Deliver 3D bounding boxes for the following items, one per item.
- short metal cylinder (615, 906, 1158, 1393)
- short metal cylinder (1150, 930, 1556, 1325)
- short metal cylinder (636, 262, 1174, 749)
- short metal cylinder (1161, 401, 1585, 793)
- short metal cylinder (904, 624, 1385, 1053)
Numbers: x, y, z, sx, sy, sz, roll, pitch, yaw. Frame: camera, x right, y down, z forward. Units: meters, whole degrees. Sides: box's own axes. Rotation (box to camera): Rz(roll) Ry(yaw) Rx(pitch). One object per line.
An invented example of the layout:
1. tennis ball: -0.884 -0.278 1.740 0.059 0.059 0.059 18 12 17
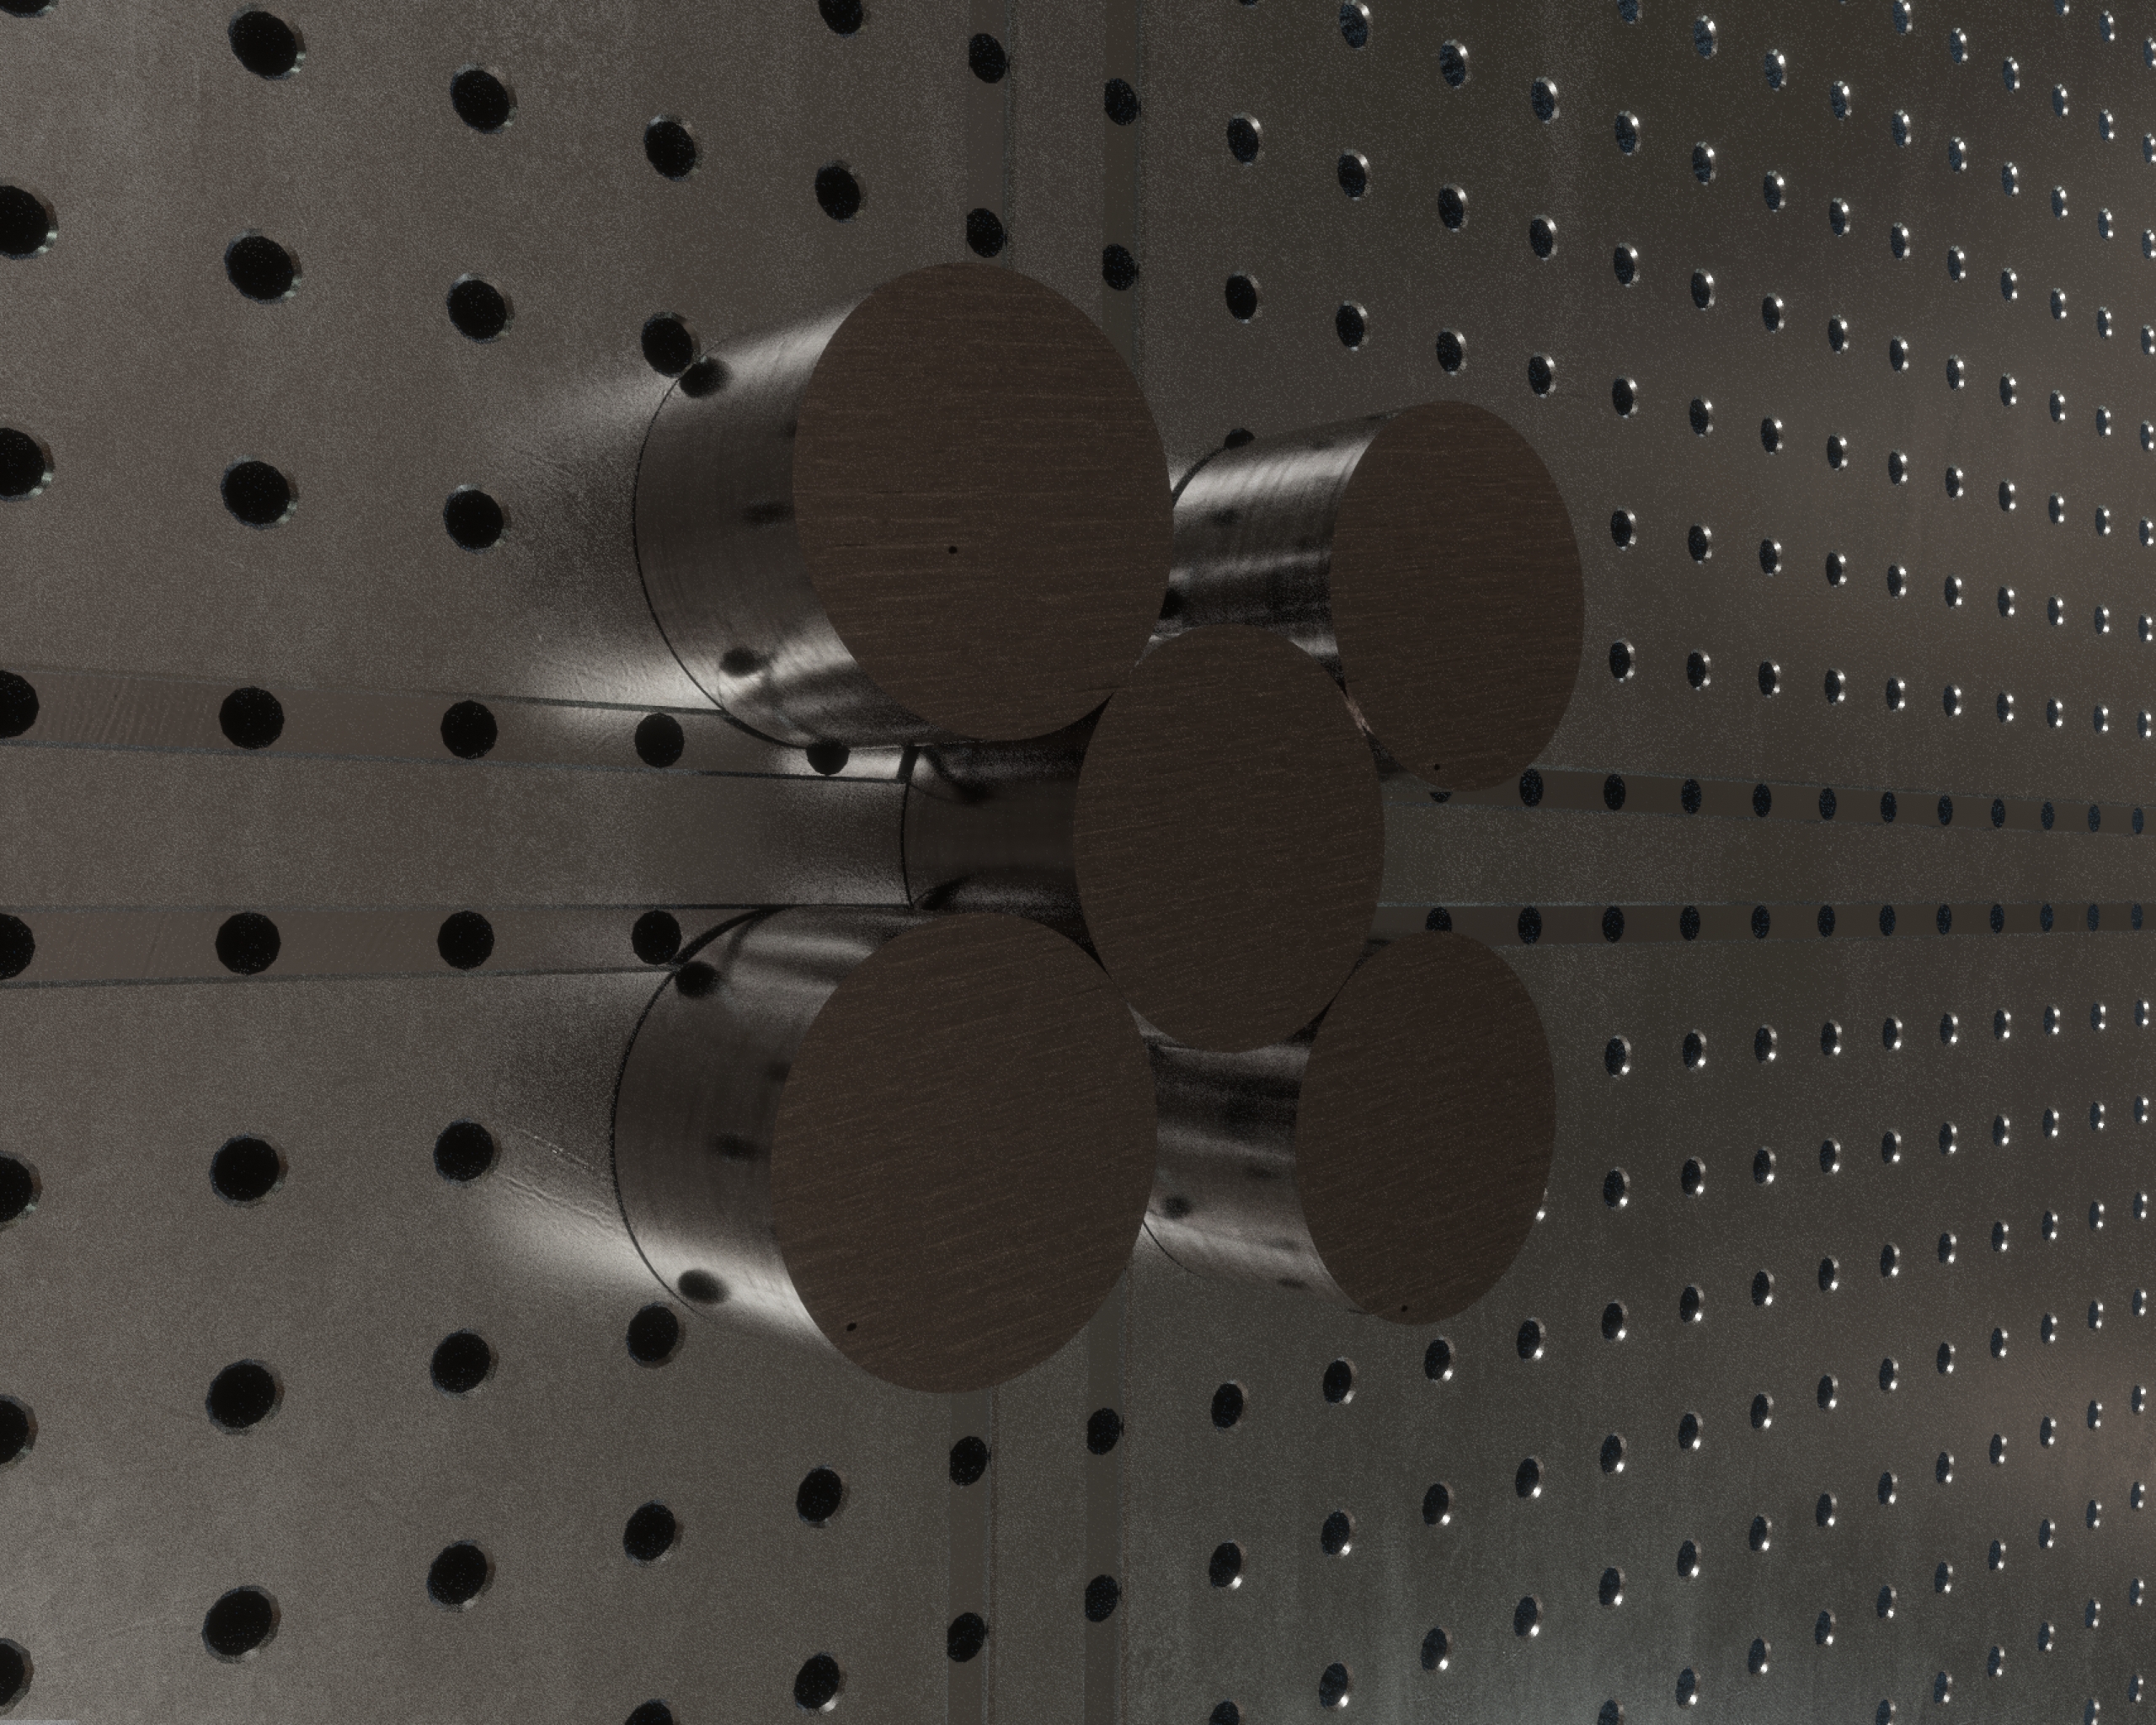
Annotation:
1. short metal cylinder: -0.033 0.048 0.366 0.081 0.050 0.079 0 90 -40
2. short metal cylinder: 0.056 0.053 0.441 0.081 0.050 0.079 0 90 -40
3. short metal cylinder: -0.030 -0.060 0.369 0.081 0.050 0.079 0 90 -40
4. short metal cylinder: 0.063 -0.054 0.445 0.081 0.050 0.079 0 90 -40
5. short metal cylinder: 0.014 -0.005 0.406 0.081 0.050 0.079 0 90 -40
